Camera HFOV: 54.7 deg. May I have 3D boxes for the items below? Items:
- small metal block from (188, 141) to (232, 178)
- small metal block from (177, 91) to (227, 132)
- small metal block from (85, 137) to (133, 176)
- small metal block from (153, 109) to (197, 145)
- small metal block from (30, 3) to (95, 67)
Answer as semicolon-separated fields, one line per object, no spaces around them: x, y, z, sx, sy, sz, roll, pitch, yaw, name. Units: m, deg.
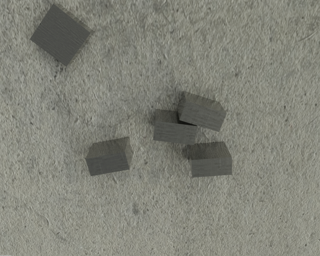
0.065;0.041;0.412;0.050;0.050;0.025;-4;110;1;small metal block
0.051;-0.022;0.389;0.050;0.050;0.025;17;109;-6;small metal block
-0.065;0.036;0.409;0.050;0.050;0.025;-10;110;4;small metal block
0.018;-0.002;0.396;0.050;0.050;0.025;7;110;-3;small metal block
-0.115;-0.110;0.368;0.050;0.025;0.050;37;106;-13;small metal block
